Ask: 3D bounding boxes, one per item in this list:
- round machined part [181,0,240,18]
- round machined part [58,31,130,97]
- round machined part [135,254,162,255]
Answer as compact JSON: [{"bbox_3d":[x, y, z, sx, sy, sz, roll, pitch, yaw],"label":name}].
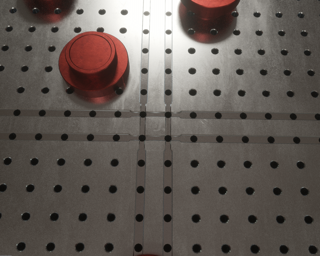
[{"bbox_3d":[0.077,-0.212,0.481,0.099,0.042,0.098,0,70,-1],"label":"round machined part"},{"bbox_3d":[-0.094,-0.096,0.437,0.099,0.042,0.098,0,70,-1],"label":"round machined part"},{"bbox_3d":[-0.014,0.189,0.334,0.099,0.042,0.098,0,70,-1],"label":"round machined part"}]
